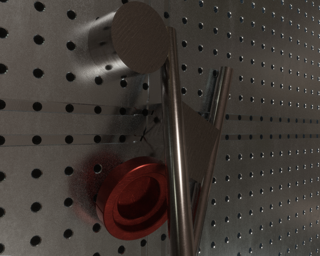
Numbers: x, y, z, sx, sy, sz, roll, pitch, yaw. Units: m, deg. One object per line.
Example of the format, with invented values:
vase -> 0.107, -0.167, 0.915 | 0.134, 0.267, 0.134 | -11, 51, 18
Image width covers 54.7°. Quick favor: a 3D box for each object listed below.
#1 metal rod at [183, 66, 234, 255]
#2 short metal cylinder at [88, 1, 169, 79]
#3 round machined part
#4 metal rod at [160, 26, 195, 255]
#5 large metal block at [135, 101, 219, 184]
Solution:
metal rod -> 0.074, 0.048, 0.473 | 0.025, 0.025, 0.299 | 22, 76, -38
short metal cylinder -> -0.036, -0.101, 0.364 | 0.081, 0.050, 0.079 | 0, 91, -41
round machined part -> -0.029, 0.077, 0.363 | 0.099, 0.042, 0.097 | -14, 117, -30
metal rod -> 0.016, 0.005, 0.357 | 0.025, 0.025, 0.299 | 20, 56, -39
large metal block -> 0.025, 0.020, 0.416 | 0.080, 0.050, 0.080 | 34, 69, -35
